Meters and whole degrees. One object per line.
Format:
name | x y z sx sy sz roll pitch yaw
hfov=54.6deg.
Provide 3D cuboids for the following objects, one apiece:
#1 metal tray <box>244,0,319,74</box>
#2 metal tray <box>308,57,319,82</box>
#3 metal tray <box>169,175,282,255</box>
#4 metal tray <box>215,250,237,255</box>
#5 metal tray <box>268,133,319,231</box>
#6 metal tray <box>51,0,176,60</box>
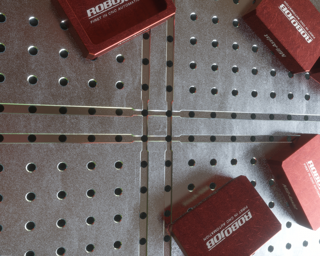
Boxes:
metal tray | 0.203 -0.160 0.484 0.130 0.030 0.090 42 77 -15
metal tray | 0.315 -0.127 0.524 0.090 0.030 0.130 30 80 -18
metal tray | 0.089 0.137 0.426 0.131 0.030 0.090 -31 78 -17
metal tray | 0.102 0.255 0.448 0.090 0.030 0.130 26 82 -18
metal tray | 0.240 0.085 0.498 0.090 0.030 0.130 -32 101 -17
metal tray | -0.056 -0.155 0.388 0.131 0.030 0.090 -33 101 -17
